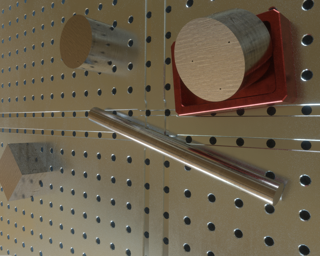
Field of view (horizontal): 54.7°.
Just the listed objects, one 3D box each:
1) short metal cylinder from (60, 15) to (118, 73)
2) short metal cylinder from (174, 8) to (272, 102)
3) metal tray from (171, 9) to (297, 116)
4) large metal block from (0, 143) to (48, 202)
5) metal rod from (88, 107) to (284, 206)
[{"bbox_3d":[-0.111,-0.129,0.482,0.080,0.050,0.079,0,90,39],"label":"short metal cylinder"},{"bbox_3d":[0.061,-0.072,0.306,0.080,0.050,0.079,27,132,35],"label":"short metal cylinder"},{"bbox_3d":[0.075,-0.064,0.342,0.130,0.030,0.089,-6,86,39],"label":"metal tray"},{"bbox_3d":[-0.279,0.086,0.619,0.080,0.050,0.080,52,120,27],"label":"large metal block"},{"bbox_3d":[0.007,0.023,0.401,0.300,0.025,0.025,22,104,37],"label":"metal rod"}]
